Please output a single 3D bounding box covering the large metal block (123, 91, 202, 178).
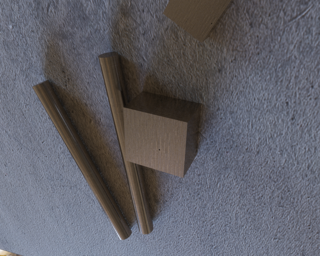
[{"bbox_3d":[0.003,0.007,0.392,0.080,0.050,0.079,14,124,20],"label":"large metal block"}]

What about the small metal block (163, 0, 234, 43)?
[{"bbox_3d":[0.039,-0.123,0.309,0.050,0.025,0.050,38,129,2],"label":"small metal block"}]

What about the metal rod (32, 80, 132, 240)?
[{"bbox_3d":[-0.119,0.063,0.506,0.025,0.025,0.299,-11,113,32],"label":"metal rod"}]

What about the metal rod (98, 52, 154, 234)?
[{"bbox_3d":[-0.044,0.040,0.452,0.025,0.025,0.298,5,121,25],"label":"metal rod"}]
